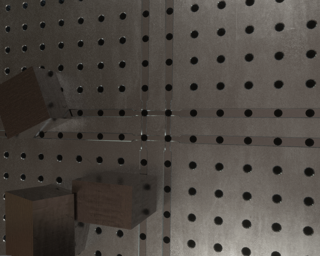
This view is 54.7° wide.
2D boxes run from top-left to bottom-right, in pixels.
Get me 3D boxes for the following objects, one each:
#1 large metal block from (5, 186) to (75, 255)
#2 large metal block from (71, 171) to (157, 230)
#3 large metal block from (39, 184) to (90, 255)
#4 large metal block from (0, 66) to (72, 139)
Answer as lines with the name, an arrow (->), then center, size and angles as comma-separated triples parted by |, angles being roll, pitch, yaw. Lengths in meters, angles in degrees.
large metal block -> -0.149, 0.120, 0.382 | 0.080, 0.050, 0.079 | -1, 90, 44
large metal block -> -0.056, 0.089, 0.402 | 0.080, 0.080, 0.050 | 2, 91, 19
large metal block -> -0.150, 0.135, 0.450 | 0.080, 0.050, 0.079 | 13, 94, 19
large metal block -> -0.192, -0.035, 0.465 | 0.080, 0.050, 0.080 | -24, 83, 18
